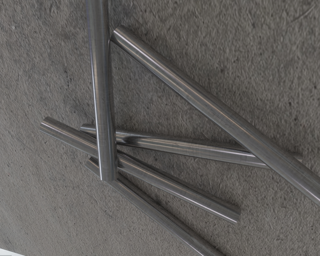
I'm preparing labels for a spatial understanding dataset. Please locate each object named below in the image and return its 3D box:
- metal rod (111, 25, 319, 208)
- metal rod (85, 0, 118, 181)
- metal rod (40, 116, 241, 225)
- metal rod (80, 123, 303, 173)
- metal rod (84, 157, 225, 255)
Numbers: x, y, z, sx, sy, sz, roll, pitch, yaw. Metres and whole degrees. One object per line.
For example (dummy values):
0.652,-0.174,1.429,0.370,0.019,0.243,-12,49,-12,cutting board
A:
0.065,-0.017,0.342,0.300,0.025,0.025,39,129,9,metal rod
-0.070,-0.073,0.367,0.025,0.025,0.298,9,113,23,metal rod
-0.030,0.058,0.436,0.301,0.025,0.025,25,128,4,metal rod
0.022,0.023,0.408,0.301,0.025,0.025,7,122,24,metal rod
0.006,0.143,0.492,0.300,0.025,0.025,37,129,3,metal rod
